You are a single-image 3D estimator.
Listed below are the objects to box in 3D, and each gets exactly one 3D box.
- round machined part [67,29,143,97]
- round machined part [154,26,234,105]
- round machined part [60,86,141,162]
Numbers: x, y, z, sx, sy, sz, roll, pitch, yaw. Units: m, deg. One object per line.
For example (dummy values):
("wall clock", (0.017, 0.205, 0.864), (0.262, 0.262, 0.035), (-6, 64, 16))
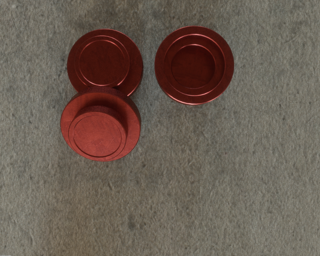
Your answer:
("round machined part", (-0.071, -0.080, 0.401), (0.099, 0.042, 0.097), (0, 90, -1))
("round machined part", (0.042, -0.078, 0.402), (0.099, 0.042, 0.097), (0, 90, -1))
("round machined part", (-0.074, 0.001, 0.381), (0.099, 0.042, 0.097), (0, 117, 0))
